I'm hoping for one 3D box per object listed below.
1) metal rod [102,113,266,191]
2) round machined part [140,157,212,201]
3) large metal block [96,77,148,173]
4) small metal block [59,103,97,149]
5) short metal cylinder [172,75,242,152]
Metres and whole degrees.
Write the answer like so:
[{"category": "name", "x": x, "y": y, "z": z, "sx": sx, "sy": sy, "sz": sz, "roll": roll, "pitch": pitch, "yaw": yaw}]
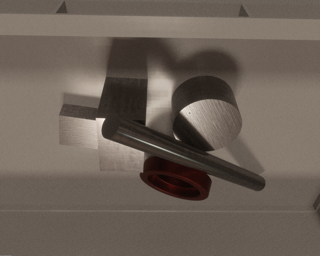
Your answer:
[{"category": "metal rod", "x": 0.055, "y": 0.043, "z": 0.384, "sx": 0.025, "sy": 0.025, "sz": 0.301, "roll": -37, "pitch": 141, "yaw": 27}, {"category": "round machined part", "x": 0.025, "y": 0.063, "z": 0.435, "sx": 0.098, "sy": 0.042, "sz": 0.098, "roll": 16, "pitch": 153, "yaw": 9}, {"category": "large metal block", "x": -0.042, "y": -0.004, "z": 0.369, "sx": 0.050, "sy": 0.080, "sz": 0.079, "roll": 3, "pitch": 130, "yaw": -3}, {"category": "small metal block", "x": -0.104, "y": -0.001, "z": 0.406, "sx": 0.050, "sy": 0.025, "sz": 0.050, "roll": 8, "pitch": 130, "yaw": -8}, {"category": "short metal cylinder", "x": 0.055, "y": -0.017, "z": 0.379, "sx": 0.081, "sy": 0.050, "sz": 0.079, "roll": -1, "pitch": 130, "yaw": 0}]
